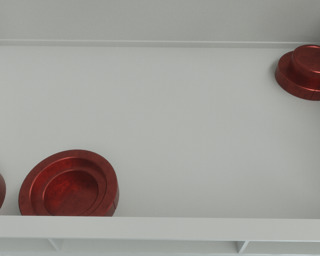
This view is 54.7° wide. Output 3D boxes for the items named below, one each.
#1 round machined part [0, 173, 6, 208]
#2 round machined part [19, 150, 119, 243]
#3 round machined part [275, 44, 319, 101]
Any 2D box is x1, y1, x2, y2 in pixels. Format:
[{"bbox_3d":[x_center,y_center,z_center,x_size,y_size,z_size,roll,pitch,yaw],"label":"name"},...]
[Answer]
[{"bbox_3d":[-0.226,0.070,0.334,0.099,0.042,0.098,0,50,0],"label":"round machined part"},{"bbox_3d":[-0.093,0.074,0.331,0.099,0.042,0.098,0,50,0],"label":"round machined part"},{"bbox_3d":[0.231,-0.090,0.471,0.099,0.042,0.098,0,50,0],"label":"round machined part"}]
